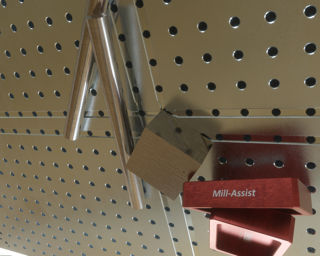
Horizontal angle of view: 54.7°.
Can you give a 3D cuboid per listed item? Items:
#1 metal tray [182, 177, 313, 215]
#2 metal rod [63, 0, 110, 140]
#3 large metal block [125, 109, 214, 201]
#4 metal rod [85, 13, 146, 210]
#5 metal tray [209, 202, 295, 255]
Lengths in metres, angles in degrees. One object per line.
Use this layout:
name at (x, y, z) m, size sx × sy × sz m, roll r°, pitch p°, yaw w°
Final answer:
metal tray at (0.104, 0.085, 0.370) m, size 0.130 × 0.030 × 0.090 m, roll -9°, pitch 157°, yaw 31°
metal rod at (-0.092, -0.097, 0.397) m, size 0.025 × 0.025 × 0.298 m, roll 30°, pitch 128°, yaw 8°
large metal block at (0.011, 0.036, 0.410) m, size 0.080 × 0.050 × 0.079 m, roll 33°, pitch 129°, yaw 6°
metal rod at (-0.053, 0.000, 0.423) m, size 0.025 × 0.025 × 0.298 m, roll 8°, pitch 126°, yaw 23°
metal tray at (0.111, 0.137, 0.398) m, size 0.090 × 0.030 × 0.129 m, roll 12°, pitch 147°, yaw 17°
